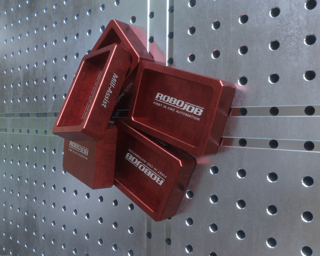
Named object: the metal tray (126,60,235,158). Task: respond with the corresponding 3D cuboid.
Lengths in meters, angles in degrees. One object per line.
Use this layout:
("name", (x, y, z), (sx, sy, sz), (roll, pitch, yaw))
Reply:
("metal tray", (0.020, -0.028, 0.389), (0.130, 0.030, 0.089), (23, 105, 37))

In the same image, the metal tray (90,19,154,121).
("metal tray", (-0.075, -0.084, 0.469), (0.129, 0.030, 0.090), (-47, 61, 30))

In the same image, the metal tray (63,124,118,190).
("metal tray", (-0.112, 0.033, 0.478), (0.130, 0.030, 0.089), (12, 99, 54))

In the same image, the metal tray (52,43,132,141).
("metal tray", (-0.094, -0.047, 0.429), (0.090, 0.030, 0.130), (-2, 64, 47))

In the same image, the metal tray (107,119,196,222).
("metal tray", (-0.023, 0.053, 0.425), (0.130, 0.030, 0.089), (32, 110, 35))
